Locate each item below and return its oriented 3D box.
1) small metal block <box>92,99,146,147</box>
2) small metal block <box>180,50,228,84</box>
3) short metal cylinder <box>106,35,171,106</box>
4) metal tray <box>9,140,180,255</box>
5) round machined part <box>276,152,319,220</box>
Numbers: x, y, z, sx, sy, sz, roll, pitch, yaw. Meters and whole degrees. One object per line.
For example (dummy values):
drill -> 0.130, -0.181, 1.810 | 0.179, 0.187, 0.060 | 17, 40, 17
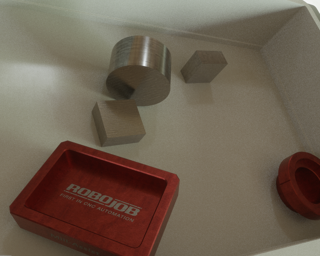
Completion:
small metal block -> -0.051, -0.007, 0.383 | 0.050, 0.025, 0.050 | -6, 65, -31
small metal block -> 0.069, -0.095, 0.487 | 0.050, 0.050, 0.025 | -7, 66, -32
short metal cylinder -> -0.026, -0.072, 0.402 | 0.081, 0.080, 0.050 | 16, 55, -20
metal tray -> -0.057, 0.069, 0.292 | 0.130, 0.030, 0.090 | 16, 48, 13
round machined part -> 0.213, 0.088, 0.459 | 0.099, 0.042, 0.098 | 14, 56, -21
